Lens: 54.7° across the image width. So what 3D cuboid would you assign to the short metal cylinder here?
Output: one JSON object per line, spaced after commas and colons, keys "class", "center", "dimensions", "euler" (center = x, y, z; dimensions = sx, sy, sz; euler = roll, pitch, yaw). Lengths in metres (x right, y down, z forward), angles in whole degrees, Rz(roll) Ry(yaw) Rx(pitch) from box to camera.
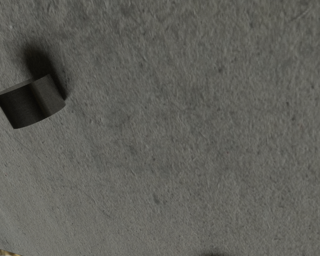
{"class": "short metal cylinder", "center": [-0.183, -0.040, 0.441], "dimensions": [0.080, 0.080, 0.050], "euler": [-8, 114, 31]}
